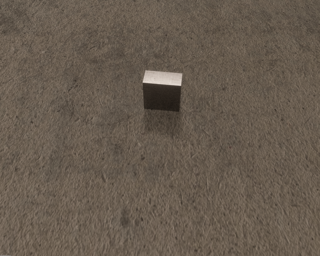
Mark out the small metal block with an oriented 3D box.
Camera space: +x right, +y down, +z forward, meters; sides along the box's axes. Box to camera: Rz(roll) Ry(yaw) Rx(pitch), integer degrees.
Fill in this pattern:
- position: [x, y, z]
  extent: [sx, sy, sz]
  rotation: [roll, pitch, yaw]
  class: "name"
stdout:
- position: [0.004, -0.051, 0.430]
  extent: [0.050, 0.050, 0.025]
  rotation: [5, 50, 4]
  class: "small metal block"
